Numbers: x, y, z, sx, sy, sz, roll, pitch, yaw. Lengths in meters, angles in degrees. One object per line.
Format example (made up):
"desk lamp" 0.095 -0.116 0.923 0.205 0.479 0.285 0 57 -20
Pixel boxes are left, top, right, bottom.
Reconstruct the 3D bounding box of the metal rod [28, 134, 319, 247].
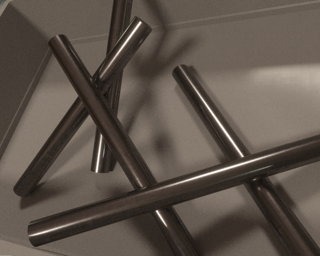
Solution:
"metal rod" 0.022 0.059 0.301 0.302 0.025 0.025 -17 54 0

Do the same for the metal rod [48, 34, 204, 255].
"metal rod" -0.046 0.014 0.345 0.025 0.025 0.299 -35 75 5

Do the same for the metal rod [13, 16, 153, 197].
"metal rod" -0.111 -0.015 0.407 0.299 0.025 0.025 -49 49 19

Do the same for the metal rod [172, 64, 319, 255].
"metal rod" 0.083 0.025 0.345 0.025 0.025 0.300 -33 52 7

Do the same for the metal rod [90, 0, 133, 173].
"metal rod" -0.060 -0.090 0.411 0.025 0.025 0.298 8 91 31
